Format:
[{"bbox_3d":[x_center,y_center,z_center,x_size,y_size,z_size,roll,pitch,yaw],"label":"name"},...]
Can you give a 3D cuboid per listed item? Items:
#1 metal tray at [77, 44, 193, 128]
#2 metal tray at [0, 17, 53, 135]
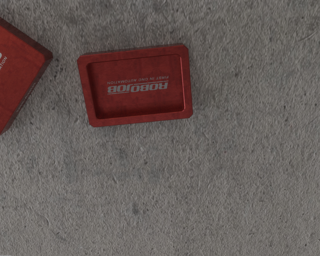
[{"bbox_3d":[-0.028,-0.053,0.387,0.131,0.030,0.089,-6,110,2],"label":"metal tray"},{"bbox_3d":[-0.206,-0.063,0.382,0.090,0.030,0.129,35,106,-12],"label":"metal tray"}]
